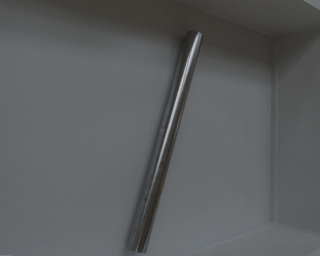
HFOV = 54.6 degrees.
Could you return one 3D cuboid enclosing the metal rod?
[{"bbox_3d":[0.011,0.008,0.411,0.025,0.025,0.299,25,74,-37],"label":"metal rod"}]
